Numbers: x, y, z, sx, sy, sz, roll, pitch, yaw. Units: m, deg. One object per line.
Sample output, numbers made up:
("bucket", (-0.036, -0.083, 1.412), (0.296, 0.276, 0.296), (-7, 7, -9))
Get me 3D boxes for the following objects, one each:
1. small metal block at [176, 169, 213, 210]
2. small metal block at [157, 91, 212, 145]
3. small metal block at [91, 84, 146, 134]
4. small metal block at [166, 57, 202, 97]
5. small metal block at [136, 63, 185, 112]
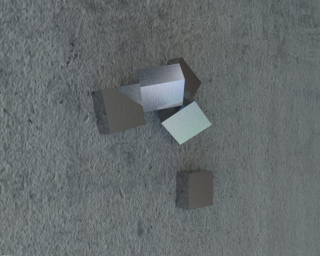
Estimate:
("small metal block", (0.051, 0.087, 0.447), (0.050, 0.025, 0.050), (1, 90, -40))
("small metal block", (0.032, -0.013, 0.410), (0.050, 0.025, 0.050), (-34, 129, 10))
("small metal block", (-0.048, -0.023, 0.364), (0.050, 0.025, 0.050), (-17, 101, -38))
("small metal block", (0.024, -0.060, 0.424), (0.050, 0.025, 0.050), (46, 62, -31))
("small metal block", (0.001, -0.047, 0.370), (0.050, 0.050, 0.025), (-11, 59, -6))
